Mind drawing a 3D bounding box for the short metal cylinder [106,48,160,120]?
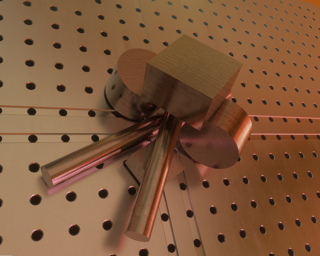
[{"bbox_3d":[-0.025,-0.057,0.409,0.081,0.050,0.080,14,56,-21],"label":"short metal cylinder"}]

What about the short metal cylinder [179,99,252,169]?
[{"bbox_3d":[0.072,0.007,0.404,0.080,0.080,0.050,40,52,-1],"label":"short metal cylinder"}]

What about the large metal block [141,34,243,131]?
[{"bbox_3d":[0.037,-0.056,0.360,0.080,0.050,0.080,32,50,14],"label":"large metal block"}]

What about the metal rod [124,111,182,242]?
[{"bbox_3d":[0.016,-0.010,0.386,0.025,0.025,0.300,27,52,-12],"label":"metal rod"}]

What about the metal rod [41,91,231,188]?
[{"bbox_3d":[-0.005,-0.003,0.403,0.302,0.025,0.025,-26,76,-37],"label":"metal rod"}]

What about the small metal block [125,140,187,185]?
[{"bbox_3d":[-0.005,0.045,0.374,0.050,0.025,0.050,-32,80,-38],"label":"small metal block"}]
